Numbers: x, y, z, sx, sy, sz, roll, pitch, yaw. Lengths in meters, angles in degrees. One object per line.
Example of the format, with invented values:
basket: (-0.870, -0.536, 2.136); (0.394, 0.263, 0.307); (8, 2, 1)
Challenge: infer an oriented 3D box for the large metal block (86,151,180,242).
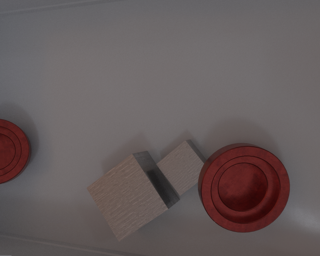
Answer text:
large metal block: (-0.034, 0.087, 0.408); (0.080, 0.050, 0.080); (-37, 78, 16)

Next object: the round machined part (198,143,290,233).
round machined part: (0.092, 0.065, 0.357); (0.099, 0.042, 0.097); (0, 96, -3)

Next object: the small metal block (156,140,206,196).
small metal block: (0.033, 0.050, 0.398); (0.050, 0.025, 0.050); (-41, 78, 15)

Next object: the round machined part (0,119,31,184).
round machined part: (-0.248, 0.037, 0.471); (0.099, 0.042, 0.097); (2, 81, -14)
